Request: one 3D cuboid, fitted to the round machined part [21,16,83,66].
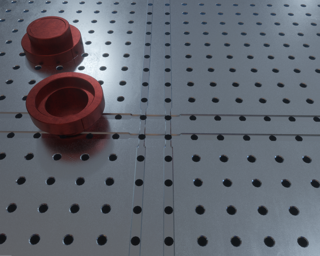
[{"bbox_3d":[-0.183,-0.152,0.522,0.099,0.042,0.098,0,50,0],"label":"round machined part"}]

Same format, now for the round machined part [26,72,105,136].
[{"bbox_3d":[-0.124,-0.028,0.419,0.099,0.042,0.098,0,50,0],"label":"round machined part"}]
